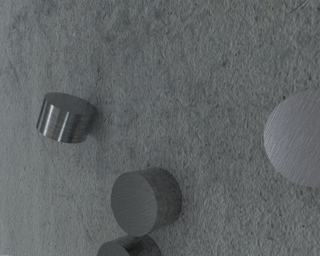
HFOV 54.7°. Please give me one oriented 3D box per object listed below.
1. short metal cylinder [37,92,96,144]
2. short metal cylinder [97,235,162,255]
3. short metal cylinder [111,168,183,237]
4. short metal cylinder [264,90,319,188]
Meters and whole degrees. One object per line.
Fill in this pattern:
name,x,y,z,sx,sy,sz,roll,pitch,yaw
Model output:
short metal cylinder,-0.148,-0.017,0.492,0.080,0.081,0.050,36,112,34
short metal cylinder,-0.042,0.189,0.424,0.080,0.050,0.080,0,90,40
short metal cylinder,-0.018,0.094,0.404,0.080,0.050,0.080,0,90,40
short metal cylinder,0.141,0.009,0.273,0.080,0.050,0.080,0,90,40
